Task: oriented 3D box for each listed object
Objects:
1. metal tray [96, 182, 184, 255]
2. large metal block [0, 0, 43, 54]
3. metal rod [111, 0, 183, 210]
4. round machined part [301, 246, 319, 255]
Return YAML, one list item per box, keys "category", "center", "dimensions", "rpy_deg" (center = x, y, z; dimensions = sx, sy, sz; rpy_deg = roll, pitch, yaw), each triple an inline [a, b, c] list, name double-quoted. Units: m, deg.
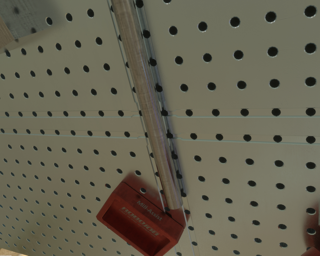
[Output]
- category: "metal tray"
  center: [-0.036, 0.161, 0.524]
  dimensions: [0.130, 0.030, 0.089]
  rpy_deg: [37, 129, 3]
- category: "large metal block"
  center: [-0.221, -0.148, 0.417]
  dimensions: [0.080, 0.050, 0.080]
  rpy_deg: [-15, 111, 33]
- category: "metal rod"
  center: [-0.010, -0.016, 0.405]
  dimensions: [0.025, 0.025, 0.298]
  rpy_deg: [0, 119, 28]
- category: "round machined part"
  center: [0.223, 0.185, 0.373]
  dimensions: [0.042, 0.098, 0.098]
  rpy_deg: [-40, 98, 3]
